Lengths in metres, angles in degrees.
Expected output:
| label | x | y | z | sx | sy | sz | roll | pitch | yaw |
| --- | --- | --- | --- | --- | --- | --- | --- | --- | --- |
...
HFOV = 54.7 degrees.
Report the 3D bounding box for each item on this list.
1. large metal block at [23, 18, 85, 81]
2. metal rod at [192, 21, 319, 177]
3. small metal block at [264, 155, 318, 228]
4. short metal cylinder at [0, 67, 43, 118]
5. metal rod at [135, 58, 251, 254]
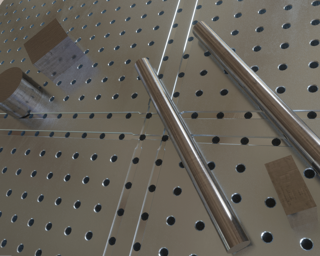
| label | x | y | z | sx | sy | sz | roll | pitch | yaw |
| --- | --- | --- | --- | --- | --- | --- | --- | --- | --- |
| large metal block | -0.200 | -0.149 | 0.586 | 0.080 | 0.050 | 0.080 | -39 | 51 | 1 |
| metal rod | 0.117 | -0.046 | 0.374 | 0.025 | 0.025 | 0.300 | -34 | 52 | 6 |
| small metal block | 0.123 | 0.061 | 0.290 | 0.025 | 0.050 | 0.050 | -23 | 54 | 14 |
| short metal cylinder | -0.265 | -0.064 | 0.568 | 0.080 | 0.050 | 0.080 | -13 | 56 | 20 |
| metal rod | 0.024 | 0.008 | 0.389 | 0.025 | 0.025 | 0.300 | -32 | 52 | 7 |
